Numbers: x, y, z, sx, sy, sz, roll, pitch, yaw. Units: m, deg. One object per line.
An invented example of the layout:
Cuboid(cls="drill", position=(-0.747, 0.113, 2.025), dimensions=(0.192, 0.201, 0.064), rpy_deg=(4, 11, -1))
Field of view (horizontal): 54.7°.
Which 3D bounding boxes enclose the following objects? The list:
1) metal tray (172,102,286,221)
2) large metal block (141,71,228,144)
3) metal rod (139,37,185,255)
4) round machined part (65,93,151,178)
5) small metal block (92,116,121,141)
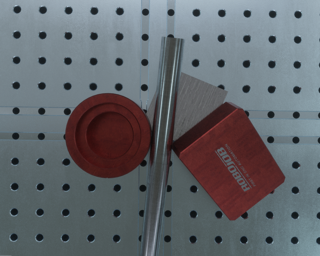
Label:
Cuboid(cls="metal tray", position=(0.087, 0.044, 0.383), dimensions=(0.090, 0.030, 0.130), rpy_deg=(-38, 115, 0))
Cuboid(cls="large metal block", position=(0.030, -0.023, 0.398), dimensions=(0.080, 0.050, 0.080), rpy_deg=(23, 90, 0))
Cuboid(cls="metal rod", position=(-0.001, 0.046, 0.370), dimensions=(0.025, 0.025, 0.298), rpy_deg=(6, 106, 0))
Cuboid(cls="round machined part", position=(-0.059, 0.009, 0.374), dimensions=(0.099, 0.042, 0.097), rpy_deg=(0, 91, 3))
Cuboid(cls="small metal block", position=(-0.073, -0.007, 0.410), dimensions=(0.050, 0.025, 0.050), rpy_deg=(-22, 90, 0))
